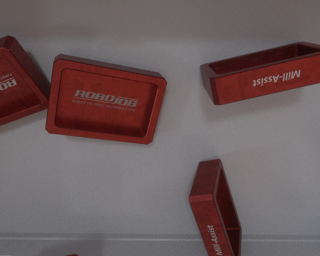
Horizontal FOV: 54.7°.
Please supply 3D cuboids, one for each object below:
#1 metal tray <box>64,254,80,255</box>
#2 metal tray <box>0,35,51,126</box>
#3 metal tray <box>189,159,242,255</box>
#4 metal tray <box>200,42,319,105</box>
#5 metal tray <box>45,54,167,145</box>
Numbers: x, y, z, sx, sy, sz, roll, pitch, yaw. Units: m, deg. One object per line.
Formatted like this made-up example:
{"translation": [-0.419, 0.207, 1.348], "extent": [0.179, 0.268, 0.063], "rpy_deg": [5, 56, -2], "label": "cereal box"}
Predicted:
{"translation": [-0.121, 0.217, 0.362], "extent": [0.090, 0.030, 0.129], "rpy_deg": [-13, 107, 4], "label": "metal tray"}
{"translation": [-0.209, -0.045, 0.372], "extent": [0.130, 0.030, 0.090], "rpy_deg": [-19, 133, 6], "label": "metal tray"}
{"translation": [0.079, 0.119, 0.418], "extent": [0.030, 0.090, 0.129], "rpy_deg": [-12, 111, 22], "label": "metal tray"}
{"translation": [0.117, -0.065, 0.353], "extent": [0.131, 0.090, 0.030], "rpy_deg": [-12, 110, 4], "label": "metal tray"}
{"translation": [-0.066, -0.032, 0.379], "extent": [0.131, 0.030, 0.089], "rpy_deg": [8, 111, -18], "label": "metal tray"}
